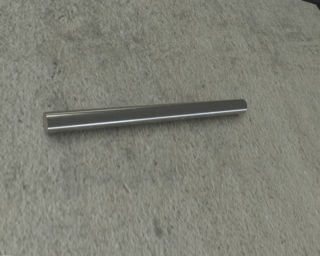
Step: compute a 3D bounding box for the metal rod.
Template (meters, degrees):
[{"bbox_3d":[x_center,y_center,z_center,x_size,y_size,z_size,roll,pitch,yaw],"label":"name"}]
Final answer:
[{"bbox_3d":[0.002,-0.020,0.418,0.303,0.025,0.025,-7,65,-31],"label":"metal rod"}]
